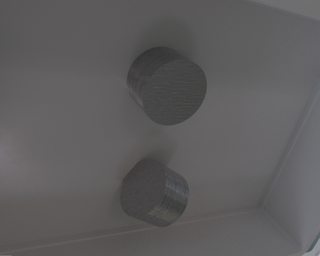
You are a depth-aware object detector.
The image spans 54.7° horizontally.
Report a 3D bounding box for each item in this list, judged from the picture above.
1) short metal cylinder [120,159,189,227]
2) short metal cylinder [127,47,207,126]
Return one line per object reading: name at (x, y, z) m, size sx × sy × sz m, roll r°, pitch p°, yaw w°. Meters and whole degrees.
short metal cylinder at (-0.008, 0.089, 0.424) m, size 0.080 × 0.080 × 0.050 m, roll -49°, pitch 129°, yaw 6°
short metal cylinder at (0.008, -0.050, 0.366) m, size 0.081 × 0.050 × 0.079 m, roll -14°, pitch 124°, yaw -21°
